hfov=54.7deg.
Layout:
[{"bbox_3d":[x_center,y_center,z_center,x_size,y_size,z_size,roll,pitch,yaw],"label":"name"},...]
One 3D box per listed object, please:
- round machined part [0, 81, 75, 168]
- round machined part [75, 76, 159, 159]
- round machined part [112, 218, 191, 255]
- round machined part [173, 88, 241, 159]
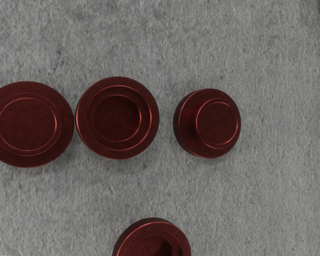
[{"bbox_3d":[-0.146,-0.004,0.346,0.099,0.042,0.097,0,90,-21],"label":"round machined part"},{"bbox_3d":[-0.054,-0.012,0.381,0.099,0.042,0.097,0,90,-21],"label":"round machined part"},{"bbox_3d":[-0.013,0.163,0.396,0.099,0.042,0.097,0,90,-21],"label":"round machined part"},{"bbox_3d":[0.071,-0.006,0.428,0.099,0.042,0.097,0,90,-21],"label":"round machined part"}]
